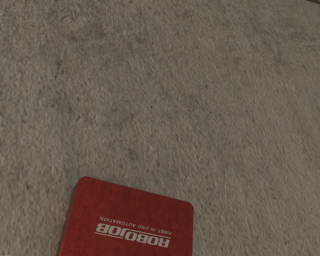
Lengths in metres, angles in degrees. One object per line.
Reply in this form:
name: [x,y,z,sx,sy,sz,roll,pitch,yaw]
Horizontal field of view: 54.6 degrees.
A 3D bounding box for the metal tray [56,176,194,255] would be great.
metal tray: [-0.031,0.110,0.317,0.131,0.030,0.090,18,55,-18]
